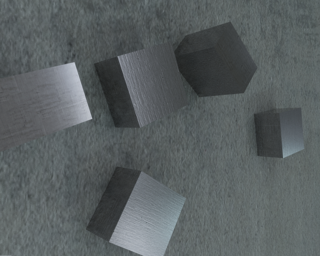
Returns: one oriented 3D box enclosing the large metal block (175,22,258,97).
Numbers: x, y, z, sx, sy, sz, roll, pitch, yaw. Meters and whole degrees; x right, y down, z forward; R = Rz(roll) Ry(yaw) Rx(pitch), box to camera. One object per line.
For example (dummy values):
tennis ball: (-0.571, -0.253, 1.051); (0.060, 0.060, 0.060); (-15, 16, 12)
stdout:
large metal block: (0.075, -0.091, 0.434); (0.080, 0.080, 0.050); (48, 62, -30)

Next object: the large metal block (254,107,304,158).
large metal block: (0.224, 0.007, 0.580); (0.081, 0.050, 0.079); (-12, 98, -40)

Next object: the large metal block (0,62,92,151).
large metal block: (-0.120, -0.019, 0.269); (0.081, 0.080, 0.050); (-24, 106, -38)

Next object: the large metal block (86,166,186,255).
large metal block: (-0.026, 0.102, 0.369); (0.080, 0.050, 0.080); (38, 67, -34)

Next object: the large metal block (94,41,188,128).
large metal block: (-0.020, -0.052, 0.373); (0.081, 0.050, 0.080); (-27, 107, -37)
